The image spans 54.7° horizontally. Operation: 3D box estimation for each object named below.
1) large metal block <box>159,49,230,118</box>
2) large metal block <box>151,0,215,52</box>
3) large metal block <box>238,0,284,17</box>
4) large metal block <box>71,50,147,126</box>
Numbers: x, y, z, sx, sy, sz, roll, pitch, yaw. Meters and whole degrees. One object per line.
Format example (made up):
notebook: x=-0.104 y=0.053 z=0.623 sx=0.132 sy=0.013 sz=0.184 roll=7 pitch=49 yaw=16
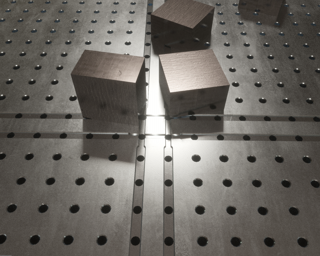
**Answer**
large metal block: x=0.045 y=-0.066 z=0.447 sx=0.081 sy=0.050 sz=0.080 roll=-8 pitch=51 yaw=-7
large metal block: x=0.040 y=-0.185 z=0.547 sx=0.080 sy=0.050 sz=0.080 roll=26 pitch=55 yaw=20
large metal block: x=0.213 y=-0.276 z=0.626 sx=0.080 sy=0.050 sz=0.080 roll=20 pitch=53 yaw=15
large metal block: x=-0.064 y=-0.053 z=0.415 sx=0.080 sy=0.080 sz=0.050 roll=9 pitch=51 yaw=7
